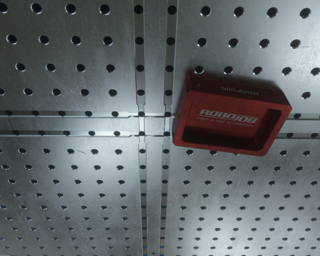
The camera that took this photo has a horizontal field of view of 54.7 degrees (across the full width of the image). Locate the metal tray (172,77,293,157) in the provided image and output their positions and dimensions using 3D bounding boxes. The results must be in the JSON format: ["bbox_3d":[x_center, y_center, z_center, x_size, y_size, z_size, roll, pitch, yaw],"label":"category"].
[{"bbox_3d":[0.088,-0.011,0.400,0.131,0.030,0.089,8,130,-7],"label":"metal tray"}]
